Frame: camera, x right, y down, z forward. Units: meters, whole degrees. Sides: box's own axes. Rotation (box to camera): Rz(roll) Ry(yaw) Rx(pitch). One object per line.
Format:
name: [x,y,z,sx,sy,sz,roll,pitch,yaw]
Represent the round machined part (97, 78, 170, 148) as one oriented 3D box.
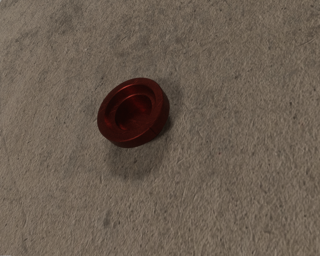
round machined part: [-0.032,-0.016,0.418,0.098,0.042,0.098,-13,56,20]
